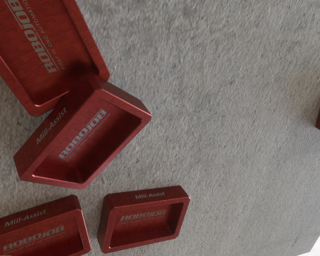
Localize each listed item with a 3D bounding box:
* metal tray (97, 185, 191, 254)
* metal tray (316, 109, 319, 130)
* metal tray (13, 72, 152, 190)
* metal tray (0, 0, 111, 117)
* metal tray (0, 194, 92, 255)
[{"bbox_3d":[-0.024,0.139,0.477,0.131,0.030,0.089,-1,119,-29],"label":"metal tray"},{"bbox_3d":[0.356,-0.046,0.573,0.131,0.030,0.089,-17,126,-19],"label":"metal tray"},{"bbox_3d":[-0.083,0.010,0.341,0.130,0.030,0.090,-46,144,13],"label":"metal tray"},{"bbox_3d":[-0.114,-0.084,0.289,0.090,0.030,0.129,-30,129,-10],"label":"metal tray"},{"bbox_3d":[-0.164,0.148,0.406,0.131,0.030,0.089,-16,125,-20],"label":"metal tray"}]
